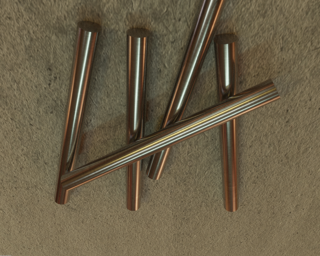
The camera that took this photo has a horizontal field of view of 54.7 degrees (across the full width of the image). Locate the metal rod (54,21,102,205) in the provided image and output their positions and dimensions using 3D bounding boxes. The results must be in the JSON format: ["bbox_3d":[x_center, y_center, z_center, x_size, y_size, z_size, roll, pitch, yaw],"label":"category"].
[{"bbox_3d":[-0.115,0.005,0.409,0.025,0.025,0.298,13,129,-11],"label":"metal rod"}]

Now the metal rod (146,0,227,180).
[{"bbox_3d":[0.026,-0.043,0.370,0.025,0.025,0.298,10,130,-9],"label":"metal rod"}]

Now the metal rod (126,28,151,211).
[{"bbox_3d":[-0.033,0.014,0.418,0.025,0.025,0.298,3,130,-3],"label":"metal rod"}]

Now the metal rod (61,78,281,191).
[{"bbox_3d":[-0.002,0.017,0.386,0.300,0.025,0.025,-25,126,19],"label":"metal rod"}]

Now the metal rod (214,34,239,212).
[{"bbox_3d":[0.094,0.018,0.422,0.025,0.025,0.298,-7,130,6],"label":"metal rod"}]
